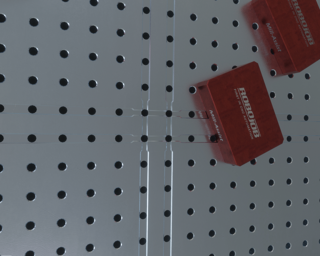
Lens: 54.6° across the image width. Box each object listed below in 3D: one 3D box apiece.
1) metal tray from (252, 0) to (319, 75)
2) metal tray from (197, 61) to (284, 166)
[{"bbox_3d":[0.211,-0.161,0.487,0.090,0.030,0.130,-32,101,-17],"label":"metal tray"},{"bbox_3d":[0.119,-0.021,0.453,0.091,0.030,0.129,-24,98,-18],"label":"metal tray"}]
